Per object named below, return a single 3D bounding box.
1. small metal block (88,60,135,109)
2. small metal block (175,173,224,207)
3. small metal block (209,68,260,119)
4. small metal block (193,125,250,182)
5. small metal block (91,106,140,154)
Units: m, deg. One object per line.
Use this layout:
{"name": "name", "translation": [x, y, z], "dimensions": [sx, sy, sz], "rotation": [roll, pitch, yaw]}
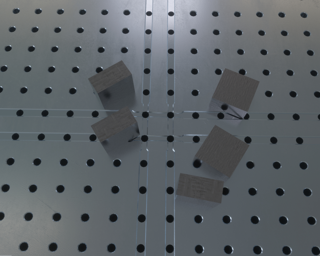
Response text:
{"name": "small metal block", "translation": [-0.064, -0.057, 0.419], "dimensions": [0.050, 0.050, 0.025], "rotation": [-32, 73, -11]}
{"name": "small metal block", "translation": [0.045, 0.076, 0.371], "dimensions": [0.050, 0.050, 0.025], "rotation": [10, 71, 4]}
{"name": "small metal block", "translation": [0.103, -0.048, 0.430], "dimensions": [0.050, 0.025, 0.050], "rotation": [24, 72, 8]}
{"name": "small metal block", "translation": [0.078, 0.032, 0.400], "dimensions": [0.050, 0.025, 0.050], "rotation": [32, 73, 11]}
{"name": "small metal block", "translation": [-0.055, 0.003, 0.397], "dimensions": [0.050, 0.050, 0.025], "rotation": [-30, 73, -10]}
